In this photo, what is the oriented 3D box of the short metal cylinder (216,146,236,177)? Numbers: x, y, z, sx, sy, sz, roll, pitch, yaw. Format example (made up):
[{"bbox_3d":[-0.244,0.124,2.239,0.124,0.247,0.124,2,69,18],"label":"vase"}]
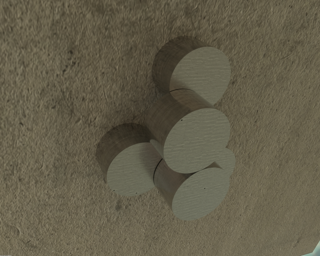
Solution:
[{"bbox_3d":[0.063,0.049,0.456,0.081,0.050,0.079,-14,124,-21],"label":"short metal cylinder"}]

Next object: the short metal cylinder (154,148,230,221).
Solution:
[{"bbox_3d":[0.039,0.068,0.390,0.081,0.050,0.079,-14,124,-21],"label":"short metal cylinder"}]

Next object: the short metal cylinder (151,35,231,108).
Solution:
[{"bbox_3d":[0.036,-0.065,0.372,0.081,0.050,0.079,-14,124,-21],"label":"short metal cylinder"}]

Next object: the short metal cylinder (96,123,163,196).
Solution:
[{"bbox_3d":[-0.036,0.040,0.397,0.081,0.050,0.079,-14,124,-21],"label":"short metal cylinder"}]

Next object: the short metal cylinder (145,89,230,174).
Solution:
[{"bbox_3d":[0.030,0.003,0.344,0.081,0.050,0.079,-14,124,-21],"label":"short metal cylinder"}]
